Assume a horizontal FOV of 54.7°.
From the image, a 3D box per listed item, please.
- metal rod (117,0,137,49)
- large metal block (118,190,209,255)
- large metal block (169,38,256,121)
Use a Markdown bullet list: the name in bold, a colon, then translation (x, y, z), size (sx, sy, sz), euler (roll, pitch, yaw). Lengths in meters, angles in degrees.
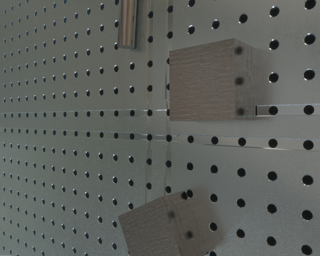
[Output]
- **metal rod**: translation (-0.040, -0.266, 0.442), size (0.025, 0.025, 0.298), euler (6, 94, 40)
- **large metal block**: translation (0.002, 0.134, 0.391), size (0.080, 0.050, 0.080), euler (-33, 70, 35)
- **large metal block**: translation (0.058, -0.048, 0.346), size (0.080, 0.050, 0.079), euler (0, 90, 40)
